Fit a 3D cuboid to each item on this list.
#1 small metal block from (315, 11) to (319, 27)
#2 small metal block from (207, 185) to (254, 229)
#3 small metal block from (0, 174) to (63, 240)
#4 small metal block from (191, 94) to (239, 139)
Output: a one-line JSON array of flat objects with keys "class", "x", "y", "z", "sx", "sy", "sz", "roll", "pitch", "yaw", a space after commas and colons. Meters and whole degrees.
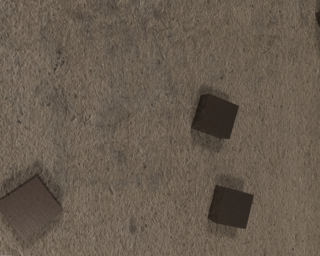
[{"class": "small metal block", "x": 0.296, "y": -0.191, "z": 0.507, "sx": 0.050, "sy": 0.050, "sz": 0.025, "roll": -25, "pitch": 99, "yaw": -19}, {"class": "small metal block", "x": 0.103, "y": 0.114, "z": 0.449, "sx": 0.050, "sy": 0.025, "sz": 0.050, "roll": 17, "pitch": 84, "yaw": -20}, {"class": "small metal block", "x": -0.148, "y": 0.089, "z": 0.355, "sx": 0.050, "sy": 0.025, "sz": 0.050, "roll": -36, "pitch": 102, "yaw": -17}, {"class": "small metal block", "x": 0.078, "y": -0.016, "z": 0.439, "sx": 0.050, "sy": 0.025, "sz": 0.050, "roll": 19, "pitch": 83, "yaw": -19}]
